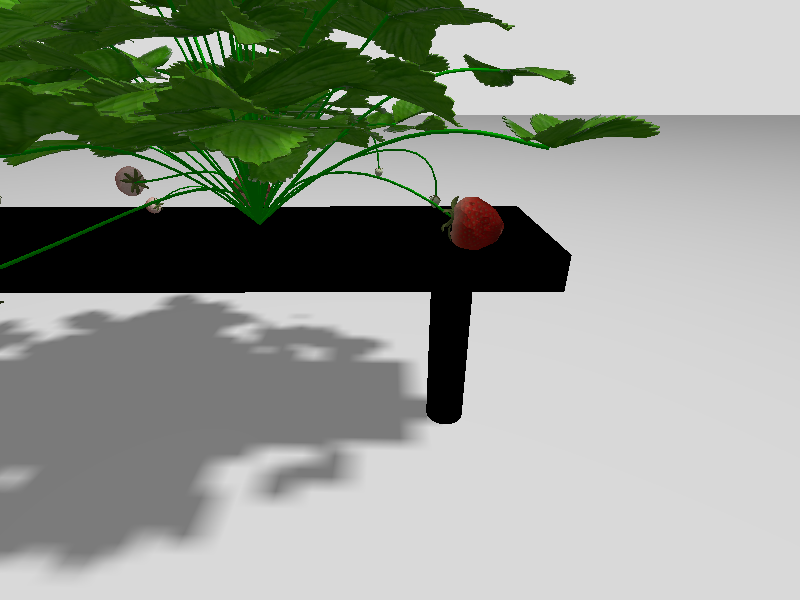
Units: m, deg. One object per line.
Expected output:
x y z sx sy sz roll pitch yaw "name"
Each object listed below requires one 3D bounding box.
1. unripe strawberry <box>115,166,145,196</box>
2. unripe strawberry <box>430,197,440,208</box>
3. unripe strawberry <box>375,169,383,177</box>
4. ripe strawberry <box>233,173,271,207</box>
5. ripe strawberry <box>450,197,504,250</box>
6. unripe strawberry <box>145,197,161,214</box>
-0.309 -0.136 0.457 0.031 0.032 0.029 16 30 30 "unripe strawberry"
0.035 -0.099 0.406 0.011 0.012 0.011 -9 28 -18 "unripe strawberry"
-0.028 -0.165 0.521 0.010 0.011 0.011 13 29 24 "unripe strawberry"
-0.152 -0.114 0.410 0.037 0.039 0.040 -10 27 -19 "ripe strawberry"
0.054 -0.053 0.283 0.037 0.038 0.034 20 31 14 "ripe strawberry"
-0.239 -0.091 0.386 0.014 0.015 0.013 -5 23 22 "unripe strawberry"
